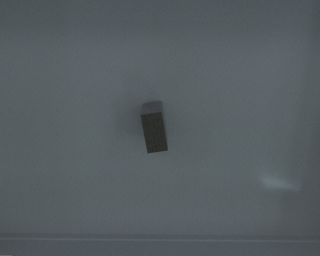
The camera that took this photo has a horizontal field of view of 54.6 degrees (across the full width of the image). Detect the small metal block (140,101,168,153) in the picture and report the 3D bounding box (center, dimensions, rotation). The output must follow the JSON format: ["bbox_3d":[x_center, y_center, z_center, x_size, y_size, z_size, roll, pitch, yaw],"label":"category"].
[{"bbox_3d":[-0.006,-0.002,0.393,0.025,0.050,0.050,-8,109,3],"label":"small metal block"}]
